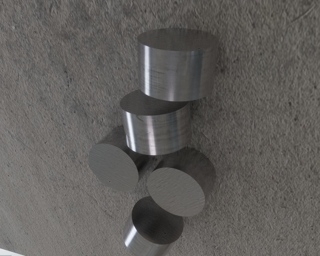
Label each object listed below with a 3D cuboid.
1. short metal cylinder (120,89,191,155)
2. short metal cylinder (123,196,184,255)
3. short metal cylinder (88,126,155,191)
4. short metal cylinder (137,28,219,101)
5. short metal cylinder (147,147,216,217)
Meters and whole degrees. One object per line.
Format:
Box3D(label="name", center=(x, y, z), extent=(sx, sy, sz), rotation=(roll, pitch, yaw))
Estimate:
Box3D(label="short metal cylinder", center=(-0.004, -0.011, 0.366), extent=(0.080, 0.080, 0.050), rotation=(9, 122, 23))
Box3D(label="short metal cylinder", center=(-0.011, 0.151, 0.471), extent=(0.080, 0.080, 0.050), rotation=(31, 128, 8))
Box3D(label="short metal cylinder", center=(-0.055, 0.043, 0.446), extent=(0.080, 0.050, 0.079), rotation=(13, 124, 21))
Box3D(label="short metal cylinder", center=(0.018, -0.068, 0.320), extent=(0.080, 0.080, 0.050), rotation=(14, 124, 20))
Box3D(label="short metal cylinder", center=(0.030, 0.072, 0.419), extent=(0.080, 0.050, 0.079), rotation=(13, 124, 21))
